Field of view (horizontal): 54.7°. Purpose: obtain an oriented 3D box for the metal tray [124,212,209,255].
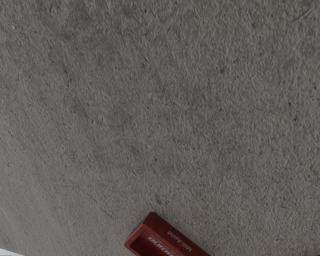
[{"bbox_3d":[0.012,0.211,0.527,0.130,0.030,0.089,37,129,2],"label":"metal tray"}]
